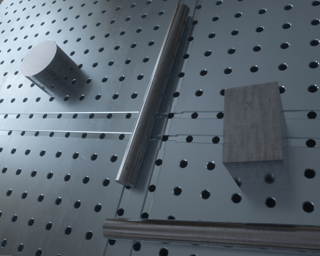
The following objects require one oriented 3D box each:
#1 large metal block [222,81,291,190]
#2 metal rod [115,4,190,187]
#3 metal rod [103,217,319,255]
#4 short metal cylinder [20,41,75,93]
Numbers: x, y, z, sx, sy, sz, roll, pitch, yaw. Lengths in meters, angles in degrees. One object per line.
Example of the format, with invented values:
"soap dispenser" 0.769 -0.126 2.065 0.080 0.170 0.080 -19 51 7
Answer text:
"large metal block" 0.099 0.012 0.313 0.050 0.080 0.080 -6 59 25
"metal rod" -0.003 -0.062 0.446 0.025 0.025 0.300 3 63 29
"metal rod" 0.076 0.105 0.303 0.301 0.025 0.025 -6 59 25
"short metal cylinder" -0.205 -0.112 0.566 0.080 0.050 0.080 -13 56 20
